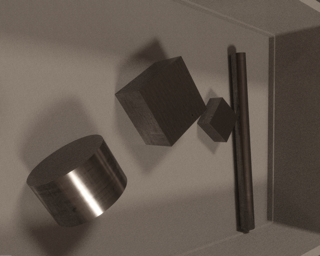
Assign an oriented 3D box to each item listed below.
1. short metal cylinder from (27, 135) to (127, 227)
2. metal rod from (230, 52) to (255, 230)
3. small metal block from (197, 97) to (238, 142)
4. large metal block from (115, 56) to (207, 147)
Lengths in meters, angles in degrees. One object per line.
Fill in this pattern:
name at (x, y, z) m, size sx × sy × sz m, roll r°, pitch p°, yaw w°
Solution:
short metal cylinder at (-0.080, 0.050, 0.305) m, size 0.080 × 0.080 × 0.050 m, roll -41°, pitch 115°, yaw -33°
metal rod at (0.141, 0.024, 0.527) m, size 0.025 × 0.025 × 0.298 m, roll -7°, pitch 95°, yaw -40°
small metal block at (0.091, -0.012, 0.486) m, size 0.050 × 0.025 × 0.050 m, roll 44°, pitch 64°, yaw -32°
large metal block at (0.004, -0.033, 0.395) m, size 0.080 × 0.050 × 0.080 m, roll -45°, pitch 117°, yaw -31°
